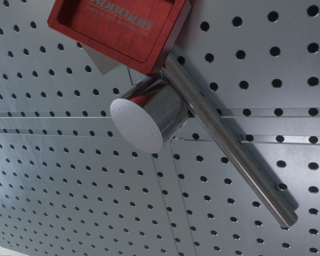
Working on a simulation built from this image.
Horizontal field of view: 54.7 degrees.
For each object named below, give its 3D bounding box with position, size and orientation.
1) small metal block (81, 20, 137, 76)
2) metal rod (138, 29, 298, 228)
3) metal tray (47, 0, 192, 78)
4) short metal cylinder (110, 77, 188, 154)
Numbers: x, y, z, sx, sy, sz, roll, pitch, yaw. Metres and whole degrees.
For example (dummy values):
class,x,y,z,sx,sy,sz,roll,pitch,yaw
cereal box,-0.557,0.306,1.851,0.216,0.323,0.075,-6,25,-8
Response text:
class,x,y,z,sx,sy,sz,roll,pitch,yaw
small metal block,-0.063,-0.101,0.382,0.050,0.025,0.050,-26,105,37
metal rod,0.072,0.003,0.375,0.025,0.025,0.300,-33,101,38
metal tray,-0.044,-0.121,0.330,0.130,0.030,0.090,28,99,10
short metal cylinder,-0.014,-0.016,0.378,0.080,0.050,0.080,29,144,24
